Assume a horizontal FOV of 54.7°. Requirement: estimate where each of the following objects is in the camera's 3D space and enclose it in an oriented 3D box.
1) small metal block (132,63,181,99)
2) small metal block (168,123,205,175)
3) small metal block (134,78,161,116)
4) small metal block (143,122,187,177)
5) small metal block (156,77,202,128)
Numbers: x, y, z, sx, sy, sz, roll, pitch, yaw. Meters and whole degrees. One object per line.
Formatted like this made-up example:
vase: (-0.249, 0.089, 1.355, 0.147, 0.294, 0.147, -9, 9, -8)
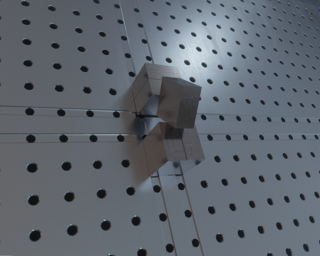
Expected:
small metal block: (-0.005, -0.062, 0.428, 0.050, 0.050, 0.025, 2, 61, -28)
small metal block: (0.027, 0.026, 0.391, 0.025, 0.050, 0.050, 1, 61, -28)
small metal block: (0.000, -0.039, 0.417, 0.050, 0.050, 0.025, 2, 61, -28)
small metal block: (0.004, 0.027, 0.379, 0.025, 0.050, 0.050, 1, 61, -28)
small metal block: (0.021, -0.031, 0.371, 0.025, 0.050, 0.050, 0, 19, -28)
